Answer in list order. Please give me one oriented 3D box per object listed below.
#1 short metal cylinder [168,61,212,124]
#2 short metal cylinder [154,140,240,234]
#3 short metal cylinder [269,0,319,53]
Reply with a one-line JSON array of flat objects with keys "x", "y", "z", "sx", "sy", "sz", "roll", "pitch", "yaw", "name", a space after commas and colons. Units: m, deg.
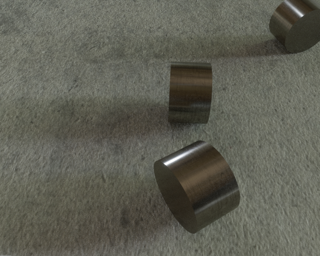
[{"x": 0.038, "y": -0.046, "z": 0.407, "sx": 0.050, "sy": 0.080, "sz": 0.080, "roll": 3, "pitch": 50, "yaw": 2, "name": "short metal cylinder"}, {"x": 0.036, "y": 0.059, "z": 0.318, "sx": 0.050, "sy": 0.080, "sz": 0.080, "roll": -25, "pitch": 55, "yaw": -19, "name": "short metal cylinder"}, {"x": 0.232, "y": -0.173, "z": 0.516, "sx": 0.081, "sy": 0.080, "sz": 0.050, "roll": -14, "pitch": 52, "yaw": -12, "name": "short metal cylinder"}]
